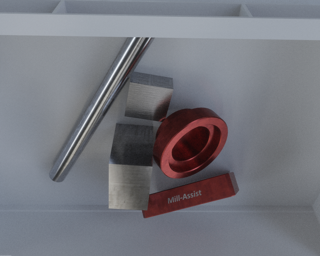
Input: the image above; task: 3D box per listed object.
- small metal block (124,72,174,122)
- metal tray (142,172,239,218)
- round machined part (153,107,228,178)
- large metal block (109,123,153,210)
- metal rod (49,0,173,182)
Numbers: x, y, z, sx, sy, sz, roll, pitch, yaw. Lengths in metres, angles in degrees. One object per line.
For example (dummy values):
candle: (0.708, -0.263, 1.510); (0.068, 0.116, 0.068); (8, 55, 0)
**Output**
small metal block: (-0.014, -0.037, 0.377); (0.050, 0.025, 0.050); (8, 130, -8)
metal tray: (0.046, 0.097, 0.455); (0.130, 0.030, 0.090); (-18, 168, 14)
round machined part: (0.034, 0.014, 0.393); (0.099, 0.042, 0.097); (-20, 136, -21)
large metal block: (-0.038, 0.051, 0.413); (0.050, 0.080, 0.079); (4, 126, -4)
metal rod: (-0.076, -0.026, 0.385); (0.025, 0.025, 0.298); (25, 126, -20)
